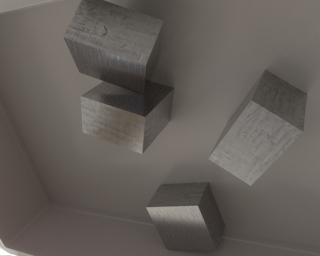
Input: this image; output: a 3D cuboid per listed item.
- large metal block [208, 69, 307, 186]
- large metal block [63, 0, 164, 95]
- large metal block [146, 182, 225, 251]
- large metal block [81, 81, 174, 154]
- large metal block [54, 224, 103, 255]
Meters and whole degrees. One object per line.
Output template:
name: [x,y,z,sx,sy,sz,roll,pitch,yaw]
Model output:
large metal block: [0.101,-0.002,0.318,0.050,0.080,0.079,33,129,6]
large metal block: [-0.045,-0.083,0.329,0.080,0.050,0.080,19,166,1]
large metal block: [0.039,0.128,0.449,0.080,0.050,0.080,-11,113,30]
large metal block: [-0.037,-0.022,0.378,0.080,0.080,0.050,18,126,17]
large metal block: [-0.165,0.257,0.638,0.080,0.050,0.079,17,125,17]
